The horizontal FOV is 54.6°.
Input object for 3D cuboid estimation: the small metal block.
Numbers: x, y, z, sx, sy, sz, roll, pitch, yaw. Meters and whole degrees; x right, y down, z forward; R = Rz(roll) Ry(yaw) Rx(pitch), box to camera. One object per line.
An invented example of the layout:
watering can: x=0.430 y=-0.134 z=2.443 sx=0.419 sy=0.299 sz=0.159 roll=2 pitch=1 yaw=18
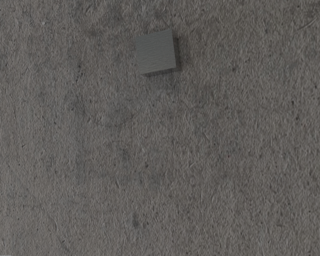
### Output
small metal block: x=-0.002 y=-0.098 z=0.410 sx=0.050 sy=0.025 sz=0.050 roll=-8 pitch=87 yaw=20
